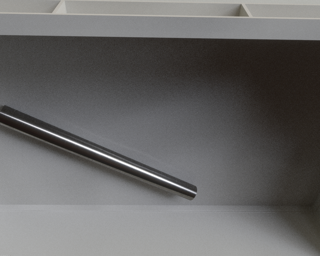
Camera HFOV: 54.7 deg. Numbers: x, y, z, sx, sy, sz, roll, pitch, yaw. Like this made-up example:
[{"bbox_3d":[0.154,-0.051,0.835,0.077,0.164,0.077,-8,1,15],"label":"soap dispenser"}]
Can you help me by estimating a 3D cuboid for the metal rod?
[{"bbox_3d":[-0.075,0.043,0.444,0.302,0.025,0.025,26,125,-21],"label":"metal rod"}]
